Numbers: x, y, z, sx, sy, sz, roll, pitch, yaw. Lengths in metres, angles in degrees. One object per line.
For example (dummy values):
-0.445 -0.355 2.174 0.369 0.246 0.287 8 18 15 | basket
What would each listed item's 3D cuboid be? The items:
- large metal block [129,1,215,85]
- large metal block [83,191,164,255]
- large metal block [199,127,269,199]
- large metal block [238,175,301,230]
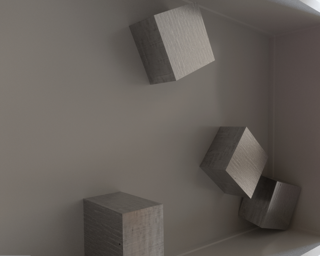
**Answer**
0.018 -0.111 0.407 0.081 0.050 0.080 -33 111 -35 | large metal block
-0.041 0.119 0.338 0.050 0.080 0.079 -2 91 -40 | large metal block
0.120 0.054 0.494 0.080 0.050 0.080 47 62 -30 | large metal block
0.194 0.129 0.545 0.081 0.050 0.080 18 90 -37 | large metal block
